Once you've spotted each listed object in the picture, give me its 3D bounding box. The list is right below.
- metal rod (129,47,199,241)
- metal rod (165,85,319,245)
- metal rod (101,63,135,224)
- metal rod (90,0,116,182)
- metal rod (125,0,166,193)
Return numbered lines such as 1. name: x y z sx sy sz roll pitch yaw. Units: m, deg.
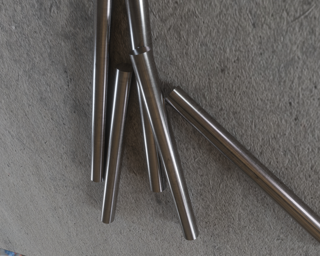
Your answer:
1. metal rod: 0.014 0.041 0.409 0.025 0.025 0.298 2 124 27
2. metal rod: 0.124 0.059 0.377 0.300 0.025 0.025 43 129 -2
3. metal rod: -0.068 0.043 0.469 0.025 0.025 0.298 23 127 14
4. metal rod: -0.081 -0.039 0.424 0.025 0.025 0.298 21 127 15
5. metal rod: -0.016 -0.041 0.389 0.025 0.025 0.298 9 122 24
